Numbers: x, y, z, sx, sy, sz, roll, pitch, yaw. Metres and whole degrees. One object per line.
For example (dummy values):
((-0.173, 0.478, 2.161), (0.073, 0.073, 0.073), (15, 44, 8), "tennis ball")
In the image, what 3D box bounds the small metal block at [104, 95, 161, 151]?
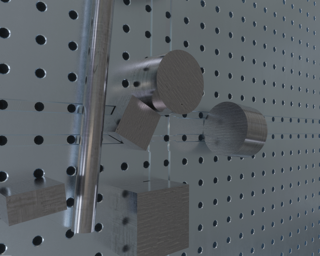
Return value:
((-0.033, -0.006, 0.382), (0.050, 0.025, 0.050), (35, 68, -35), "small metal block")

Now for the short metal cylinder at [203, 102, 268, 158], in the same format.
((0.113, 0.004, 0.467), (0.050, 0.080, 0.080), (9, 85, -40), "short metal cylinder")

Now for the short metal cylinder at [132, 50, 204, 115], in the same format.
((0.011, -0.057, 0.402), (0.081, 0.050, 0.080), (0, 90, -40), "short metal cylinder")

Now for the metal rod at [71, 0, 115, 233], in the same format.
((-0.073, -0.037, 0.347), (0.025, 0.025, 0.298), (7, 85, -40), "metal rod")

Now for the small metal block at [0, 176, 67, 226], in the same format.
((-0.123, 0.066, 0.290), (0.050, 0.050, 0.025), (-8, 95, -40), "small metal block")

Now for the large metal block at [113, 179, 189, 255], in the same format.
((-0.010, 0.111, 0.384), (0.081, 0.050, 0.080), (0, 90, -40), "large metal block")
